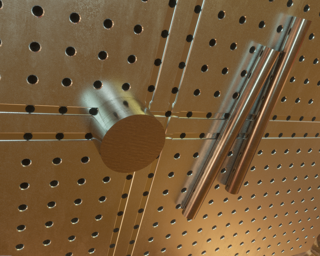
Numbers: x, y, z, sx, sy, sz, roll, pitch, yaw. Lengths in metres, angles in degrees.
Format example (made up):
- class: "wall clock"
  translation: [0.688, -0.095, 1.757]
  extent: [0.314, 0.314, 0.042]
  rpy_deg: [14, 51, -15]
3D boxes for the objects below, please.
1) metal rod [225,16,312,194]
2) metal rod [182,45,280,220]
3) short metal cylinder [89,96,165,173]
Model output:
- class: "metal rod"
  translation: [0.162, -0.020, 0.489]
  extent: [0.025, 0.025, 0.298]
  rpy_deg: [0, 118, -29]
- class: "metal rod"
  translation: [0.102, 0.019, 0.481]
  extent: [0.025, 0.025, 0.298]
  rpy_deg: [9, 114, -33]
- class: "short metal cylinder"
  translation: [-0.041, 0.008, 0.379]
  extent: [0.081, 0.050, 0.079]
  rpy_deg: [-14, 125, -21]
